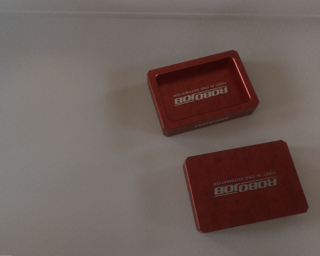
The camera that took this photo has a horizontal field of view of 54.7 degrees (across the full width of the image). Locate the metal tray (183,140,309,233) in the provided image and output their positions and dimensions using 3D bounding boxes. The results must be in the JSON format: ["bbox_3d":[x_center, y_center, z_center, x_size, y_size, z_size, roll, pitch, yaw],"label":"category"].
[{"bbox_3d":[0.101,0.071,0.381,0.131,0.030,0.090,-10,70,-4],"label":"metal tray"}]

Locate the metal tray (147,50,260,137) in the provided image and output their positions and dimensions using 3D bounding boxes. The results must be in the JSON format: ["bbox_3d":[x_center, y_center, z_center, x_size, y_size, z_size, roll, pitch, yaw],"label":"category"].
[{"bbox_3d":[0.056,-0.048,0.424,0.131,0.030,0.090,-15,71,-6],"label":"metal tray"}]

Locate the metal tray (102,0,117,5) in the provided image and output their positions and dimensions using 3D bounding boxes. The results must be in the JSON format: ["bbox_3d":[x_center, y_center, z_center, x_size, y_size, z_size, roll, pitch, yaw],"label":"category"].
[{"bbox_3d":[-0.054,-0.265,0.477,0.090,0.030,0.130,-11,63,41],"label":"metal tray"}]
